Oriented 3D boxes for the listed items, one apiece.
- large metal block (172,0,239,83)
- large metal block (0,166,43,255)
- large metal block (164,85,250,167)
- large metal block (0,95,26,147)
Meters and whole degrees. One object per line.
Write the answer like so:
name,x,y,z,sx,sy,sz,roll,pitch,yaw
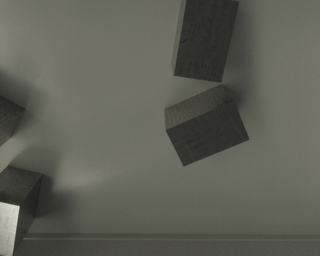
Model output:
large metal block,0.045,-0.101,0.345,0.050,0.080,0.079,8,110,-3
large metal block,-0.204,0.110,0.420,0.050,0.080,0.079,14,109,-6
large metal block,0.053,-0.006,0.381,0.080,0.080,0.050,-24,109,8
large metal block,-0.226,-0.012,0.374,0.080,0.080,0.050,30,107,-11
